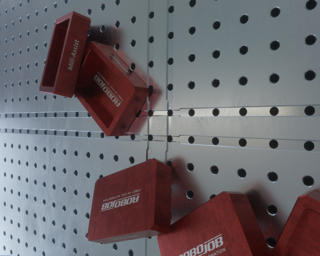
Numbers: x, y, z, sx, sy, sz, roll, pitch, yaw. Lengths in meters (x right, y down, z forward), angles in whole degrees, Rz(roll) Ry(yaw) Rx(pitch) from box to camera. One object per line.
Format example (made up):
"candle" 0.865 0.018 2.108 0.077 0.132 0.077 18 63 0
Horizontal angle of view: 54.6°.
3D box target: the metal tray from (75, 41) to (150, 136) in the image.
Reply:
"metal tray" -0.082 -0.060 0.474 0.130 0.030 0.090 48 118 29

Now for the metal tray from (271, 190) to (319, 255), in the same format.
"metal tray" 0.149 0.135 0.282 0.090 0.030 0.129 29 108 36

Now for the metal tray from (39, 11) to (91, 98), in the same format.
"metal tray" -0.159 -0.118 0.512 0.090 0.030 0.129 12 89 54

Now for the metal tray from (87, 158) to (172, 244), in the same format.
"metal tray" -0.043 0.102 0.420 0.130 0.030 0.090 -24 50 37

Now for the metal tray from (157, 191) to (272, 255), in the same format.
"metal tray" 0.054 0.137 0.339 0.129 0.030 0.090 -45 48 37
